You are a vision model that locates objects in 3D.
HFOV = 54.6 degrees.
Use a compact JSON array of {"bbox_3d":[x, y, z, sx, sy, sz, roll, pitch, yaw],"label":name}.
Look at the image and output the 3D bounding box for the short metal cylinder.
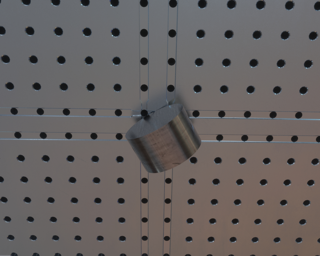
[{"bbox_3d":[0.004,0.012,0.388,0.080,0.080,0.050,-27,107,9],"label":"short metal cylinder"}]
